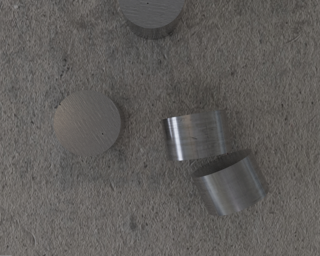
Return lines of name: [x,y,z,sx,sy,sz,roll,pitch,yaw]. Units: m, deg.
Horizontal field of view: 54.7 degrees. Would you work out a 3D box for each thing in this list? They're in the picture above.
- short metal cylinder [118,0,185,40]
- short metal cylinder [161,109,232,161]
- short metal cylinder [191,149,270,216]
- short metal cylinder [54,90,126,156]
short metal cylinder: [-0.010,-0.160,0.397,0.081,0.050,0.080,0,90,0]
short metal cylinder: [0.045,0.008,0.383,0.080,0.080,0.050,-9,90,0]
short metal cylinder: [0.086,0.066,0.383,0.080,0.080,0.050,-25,90,0]
short metal cylinder: [-0.087,-0.006,0.397,0.081,0.050,0.080,0,90,0]
